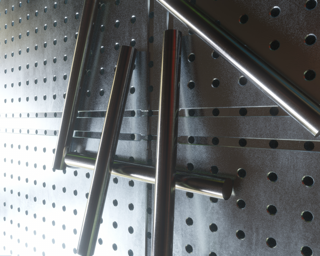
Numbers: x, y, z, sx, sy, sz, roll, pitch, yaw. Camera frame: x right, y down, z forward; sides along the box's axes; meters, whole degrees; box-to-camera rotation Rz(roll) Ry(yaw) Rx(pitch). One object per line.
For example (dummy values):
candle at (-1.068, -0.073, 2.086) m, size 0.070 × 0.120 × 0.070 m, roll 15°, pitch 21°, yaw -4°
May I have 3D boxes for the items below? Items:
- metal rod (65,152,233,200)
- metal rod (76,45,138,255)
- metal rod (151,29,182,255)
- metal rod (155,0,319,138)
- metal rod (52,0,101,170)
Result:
metal rod at (-0.039, 0.061, 0.443) m, size 0.300 × 0.025 × 0.025 m, roll 4°, pitch 93°, yaw 40°
metal rod at (-0.075, 0.031, 0.444) m, size 0.025 × 0.025 × 0.299 m, roll 10°, pitch 88°, yaw 39°
metal rod at (0.008, 0.027, 0.376) m, size 0.025 × 0.025 × 0.299 m, roll -4°, pitch 79°, yaw 40°
metal rod at (0.067, -0.101, 0.354) m, size 0.300 × 0.025 × 0.025 m, roll 50°, pitch 120°, yaw 28°
metal rod at (-0.145, -0.070, 0.530) m, size 0.025 × 0.025 × 0.298 m, roll 25°, pitch 105°, yaw 37°
